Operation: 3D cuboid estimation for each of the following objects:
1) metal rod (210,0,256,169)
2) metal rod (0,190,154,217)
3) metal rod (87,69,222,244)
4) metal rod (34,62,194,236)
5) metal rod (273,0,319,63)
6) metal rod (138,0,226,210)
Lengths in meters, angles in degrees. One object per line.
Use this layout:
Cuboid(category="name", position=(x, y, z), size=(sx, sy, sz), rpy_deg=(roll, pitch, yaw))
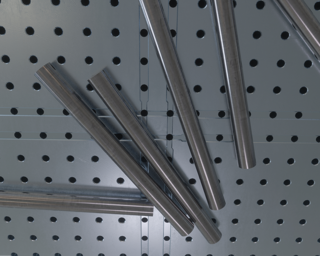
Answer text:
Cuboid(category="metal rod", position=(0.087, -0.085, 0.382), size=(0.025, 0.025, 0.298), rpy_deg=(-13, 110, 4))
Cuboid(category="metal rod", position=(-0.160, 0.107, 0.451), size=(0.302, 0.025, 0.025), rpy_deg=(4, 110, -2))
Cuboid(category="metal rod", position=(0.001, 0.051, 0.431), size=(0.025, 0.025, 0.300), rpy_deg=(-32, 107, 11))
Cuboid(category="metal rod", position=(-0.053, 0.038, 0.421), size=(0.025, 0.025, 0.300), rpy_deg=(-37, 104, 12))
Cuboid(category="metal rod", position=(0.189, -0.108, 0.374), size=(0.025, 0.025, 0.300), rpy_deg=(-41, 105, 14))
Cuboid(category="metal rod", position=(0.035, -0.020, 0.406), size=(0.025, 0.025, 0.299), rpy_deg=(-18, 109, 6))
